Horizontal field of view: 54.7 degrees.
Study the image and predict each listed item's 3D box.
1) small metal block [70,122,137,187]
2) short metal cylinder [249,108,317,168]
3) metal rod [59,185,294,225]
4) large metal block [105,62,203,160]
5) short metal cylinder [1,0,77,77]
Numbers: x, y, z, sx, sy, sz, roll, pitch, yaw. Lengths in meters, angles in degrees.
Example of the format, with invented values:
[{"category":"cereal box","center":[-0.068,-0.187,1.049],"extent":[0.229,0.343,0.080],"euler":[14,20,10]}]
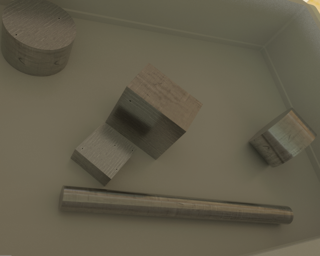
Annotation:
[{"category":"small metal block","center":[-0.064,0.029,0.354],"extent":[0.050,0.025,0.050],"euler":[41,51,-1]},{"category":"short metal cylinder","center":[0.182,0.014,0.462],"extent":[0.081,0.080,0.050],"euler":[-34,81,-38]},{"category":"metal rod","center":[0.038,0.095,0.369],"extent":[0.302,0.025,0.025],"euler":[10,57,-23]},{"category":"large metal block","center":[-0.009,-0.018,0.378],"extent":[0.080,0.080,0.050],"euler":[37,51,-4]},{"category":"short metal cylinder","center":[-0.148,-0.110,0.378],"extent":[0.081,0.050,0.080],"euler":[14,56,-21]}]
